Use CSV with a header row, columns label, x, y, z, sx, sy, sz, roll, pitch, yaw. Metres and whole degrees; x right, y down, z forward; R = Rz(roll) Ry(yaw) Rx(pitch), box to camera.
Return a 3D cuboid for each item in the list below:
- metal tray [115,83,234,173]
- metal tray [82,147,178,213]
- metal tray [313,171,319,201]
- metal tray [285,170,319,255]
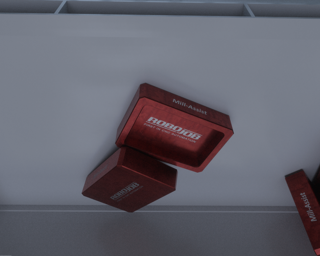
label,x,y,z,sx,sy,sz,roll,pitch,yaw
metal tray,0.018,0.005,0.409,0.131,0.030,0.089,20,127,-16
metal tray,-0.047,0.081,0.452,0.090,0.030,0.129,27,140,-22
metal tray,0.259,0.088,0.435,0.030,0.090,0.129,0,125,0
metal tray,0.236,0.138,0.460,0.030,0.130,0.090,-30,124,23
